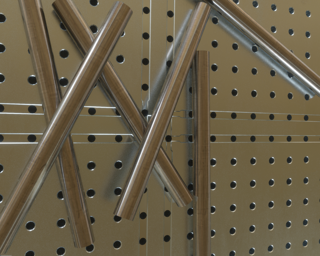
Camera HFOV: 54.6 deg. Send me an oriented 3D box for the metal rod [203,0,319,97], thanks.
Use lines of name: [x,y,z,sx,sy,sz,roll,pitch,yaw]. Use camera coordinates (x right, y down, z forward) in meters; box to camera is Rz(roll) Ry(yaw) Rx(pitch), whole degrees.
metal rod: [0.150,-0.138,0.467,0.301,0.025,0.025,33,80,-17]

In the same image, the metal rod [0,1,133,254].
metal rod: [-0.107,-0.009,0.345,0.025,0.025,0.299,28,81,-18]

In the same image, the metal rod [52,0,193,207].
metal rod: [-0.041,-0.025,0.397,0.025,0.025,0.299,-34,101,-17]

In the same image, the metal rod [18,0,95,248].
metal rod: [-0.121,-0.005,0.367,0.025,0.025,0.298,-13,95,-20]

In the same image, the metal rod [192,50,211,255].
metal rod: [0.058,0.044,0.433,0.025,0.025,0.298,-1,90,-20]

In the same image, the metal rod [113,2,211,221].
metal rod: [0.009,-0.033,0.394,0.025,0.025,0.300,26,74,-18]
